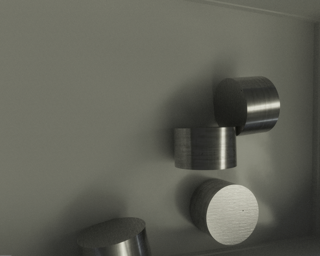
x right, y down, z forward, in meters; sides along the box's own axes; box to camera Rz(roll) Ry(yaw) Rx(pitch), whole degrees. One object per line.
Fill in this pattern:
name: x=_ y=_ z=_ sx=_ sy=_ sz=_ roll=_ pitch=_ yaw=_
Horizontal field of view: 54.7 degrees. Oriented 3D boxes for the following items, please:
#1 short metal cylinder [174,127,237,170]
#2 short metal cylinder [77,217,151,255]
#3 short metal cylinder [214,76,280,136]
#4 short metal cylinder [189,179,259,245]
short metal cylinder: x=0.059 y=0.024 z=0.404 sx=0.081 sy=0.080 sz=0.050 roll=-2 pitch=91 yaw=-20
short metal cylinder: x=-0.052 y=0.145 z=0.363 sx=0.081 sy=0.080 sz=0.050 roll=-12 pitch=94 yaw=-20
short metal cylinder: x=0.117 y=-0.030 z=0.426 sx=0.050 sy=0.080 sz=0.079 roll=-7 pitch=93 yaw=-20
short metal cylinder: x=0.088 y=0.114 z=0.432 sx=0.081 sy=0.050 sz=0.079 roll=0 pitch=90 yaw=-21
